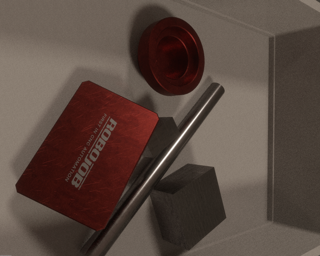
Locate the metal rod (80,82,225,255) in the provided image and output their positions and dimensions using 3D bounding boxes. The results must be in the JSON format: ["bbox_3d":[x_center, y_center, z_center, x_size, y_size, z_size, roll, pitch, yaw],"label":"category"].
[{"bbox_3d":[0.006,0.041,0.413,0.301,0.025,0.025,-51,120,-28],"label":"metal rod"}]

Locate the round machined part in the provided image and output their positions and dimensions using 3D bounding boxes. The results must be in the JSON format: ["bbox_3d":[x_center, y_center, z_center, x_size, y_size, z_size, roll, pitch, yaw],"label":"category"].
[{"bbox_3d":[0.010,-0.091,0.406,0.099,0.042,0.097,0,90,-40],"label":"round machined part"}]

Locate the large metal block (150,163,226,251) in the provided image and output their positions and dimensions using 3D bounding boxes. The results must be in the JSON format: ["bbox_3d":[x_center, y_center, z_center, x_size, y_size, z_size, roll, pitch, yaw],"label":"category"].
[{"bbox_3d":[0.039,0.104,0.426,0.081,0.050,0.080,-25,106,-37],"label":"large metal block"}]

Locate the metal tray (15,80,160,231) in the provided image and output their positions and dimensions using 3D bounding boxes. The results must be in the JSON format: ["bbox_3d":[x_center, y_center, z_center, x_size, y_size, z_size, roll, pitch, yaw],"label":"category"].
[{"bbox_3d":[-0.068,0.026,0.316,0.090,0.030,0.130,26,69,1],"label":"metal tray"}]

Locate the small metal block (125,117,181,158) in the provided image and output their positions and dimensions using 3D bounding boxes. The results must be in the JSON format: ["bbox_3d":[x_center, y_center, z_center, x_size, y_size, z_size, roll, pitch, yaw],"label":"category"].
[{"bbox_3d":[-0.012,0.010,0.382,0.050,0.050,0.025,-39,115,-33],"label":"small metal block"}]
